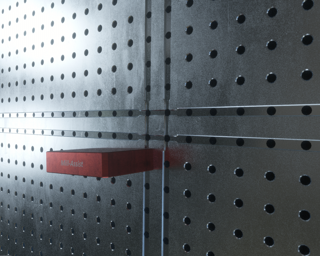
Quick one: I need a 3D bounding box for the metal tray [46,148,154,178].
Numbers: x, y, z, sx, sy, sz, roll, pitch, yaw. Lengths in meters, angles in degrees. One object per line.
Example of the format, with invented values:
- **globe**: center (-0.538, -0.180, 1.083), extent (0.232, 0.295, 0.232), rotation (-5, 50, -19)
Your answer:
- **metal tray**: center (-0.085, 0.046, 0.434), extent (0.130, 0.091, 0.030), rotation (-3, 88, 39)
